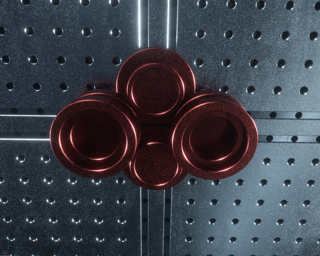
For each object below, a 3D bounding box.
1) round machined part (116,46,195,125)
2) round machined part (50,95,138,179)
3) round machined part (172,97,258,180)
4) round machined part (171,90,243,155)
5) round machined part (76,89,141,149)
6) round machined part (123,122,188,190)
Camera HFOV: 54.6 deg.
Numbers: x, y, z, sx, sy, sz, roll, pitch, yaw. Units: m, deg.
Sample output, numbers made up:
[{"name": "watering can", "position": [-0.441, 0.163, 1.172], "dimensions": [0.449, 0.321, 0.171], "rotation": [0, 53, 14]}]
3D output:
[{"name": "round machined part", "position": [-0.005, -0.050, 0.386], "dimensions": [0.099, 0.042, 0.097], "rotation": [0, 110, 0]}, {"name": "round machined part", "position": [-0.076, 0.008, 0.372], "dimensions": [0.099, 0.042, 0.097], "rotation": [0, 110, 0]}, {"name": "round machined part", "position": [0.063, 0.010, 0.373], "dimensions": [0.099, 0.042, 0.097], "rotation": [0, 110, 0]}, {"name": "round machined part", "position": [0.063, -0.003, 0.403], "dimensions": [0.099, 0.042, 0.097], "rotation": [0, 110, 0]}, {"name": "round machined part", "position": [-0.073, -0.003, 0.402], "dimensions": [0.099, 0.042, 0.097], "rotation": [0, 110, 0]}, {"name": "round machined part", "position": [-0.005, 0.043, 0.419], "dimensions": [0.099, 0.042, 0.097], "rotation": [0, 110, 0]}]
